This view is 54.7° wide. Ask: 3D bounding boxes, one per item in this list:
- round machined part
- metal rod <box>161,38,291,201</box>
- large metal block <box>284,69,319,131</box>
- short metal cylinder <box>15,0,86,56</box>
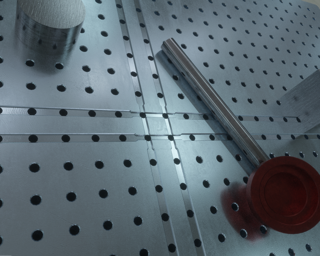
[{"bbox_3d":[0.164,0.088,0.414,0.099,0.042,0.098,0,77,-2],"label":"round machined part"},{"bbox_3d":[0.100,-0.017,0.472,0.025,0.025,0.299,-29,78,-38],"label":"metal rod"},{"bbox_3d":[0.289,-0.052,0.560,0.050,0.080,0.080,-12,68,-33],"label":"large metal block"},{"bbox_3d":[-0.142,-0.142,0.402,0.081,0.050,0.080,14,56,-21],"label":"short metal cylinder"}]
